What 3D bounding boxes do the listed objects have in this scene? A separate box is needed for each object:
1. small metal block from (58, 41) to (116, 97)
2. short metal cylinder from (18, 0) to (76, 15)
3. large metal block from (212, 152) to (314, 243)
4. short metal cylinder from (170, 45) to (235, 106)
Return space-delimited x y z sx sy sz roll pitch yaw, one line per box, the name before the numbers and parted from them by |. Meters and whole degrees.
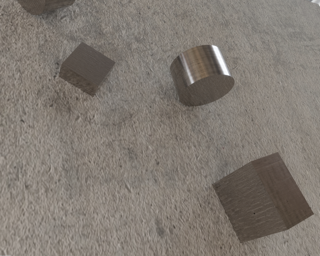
small metal block | -0.093 -0.076 0.400 0.050 0.025 0.050 31 52 -8
short metal cylinder | -0.154 -0.194 0.404 0.080 0.080 0.050 48 51 5
large metal block | 0.122 0.086 0.381 0.050 0.080 0.080 -12 68 -33
short metal cylinder | 0.060 -0.073 0.445 0.081 0.080 0.050 -3 63 -30
